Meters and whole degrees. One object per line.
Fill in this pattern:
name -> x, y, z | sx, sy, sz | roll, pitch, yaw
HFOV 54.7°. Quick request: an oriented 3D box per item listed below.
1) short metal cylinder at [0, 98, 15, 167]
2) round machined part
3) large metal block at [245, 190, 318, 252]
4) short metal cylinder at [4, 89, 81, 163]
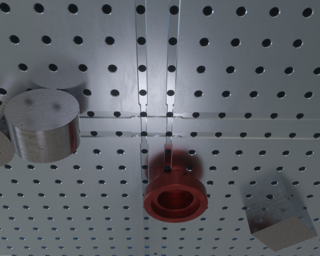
short metal cylinder -> -0.220, 0.005, 0.398 | 0.081, 0.050, 0.079 | 0, 130, 0
round machined part -> 0.024, 0.105, 0.490 | 0.099, 0.042, 0.097 | 0, 130, 0
large metal block -> 0.208, 0.162, 0.535 | 0.080, 0.050, 0.080 | -35, 122, 26
short metal cylinder -> -0.137, -0.004, 0.371 | 0.081, 0.080, 0.050 | 5, 130, -5
